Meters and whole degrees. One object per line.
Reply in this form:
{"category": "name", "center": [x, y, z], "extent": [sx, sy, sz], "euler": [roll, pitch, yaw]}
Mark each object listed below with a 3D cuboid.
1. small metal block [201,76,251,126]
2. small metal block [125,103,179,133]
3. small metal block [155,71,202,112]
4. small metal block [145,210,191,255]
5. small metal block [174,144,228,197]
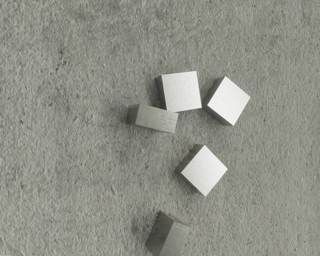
{"category": "small metal block", "center": [0.093, -0.038, 0.443], "extent": [0.050, 0.025, 0.050], "euler": [36, 78, -17]}
{"category": "small metal block", "center": [-0.011, -0.011, 0.391], "extent": [0.050, 0.050, 0.025], "euler": [14, 86, -20]}
{"category": "small metal block", "center": [0.025, -0.048, 0.418], "extent": [0.050, 0.025, 0.050], "euler": [-10, 94, -20]}
{"category": "small metal block", "center": [0.009, 0.140, 0.399], "extent": [0.025, 0.050, 0.050], "euler": [27, 81, -18]}
{"category": "small metal block", "center": [0.057, 0.058, 0.430], "extent": [0.050, 0.025, 0.050], "euler": [46, 76, -15]}
